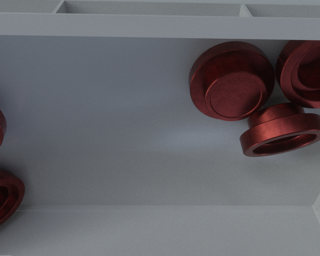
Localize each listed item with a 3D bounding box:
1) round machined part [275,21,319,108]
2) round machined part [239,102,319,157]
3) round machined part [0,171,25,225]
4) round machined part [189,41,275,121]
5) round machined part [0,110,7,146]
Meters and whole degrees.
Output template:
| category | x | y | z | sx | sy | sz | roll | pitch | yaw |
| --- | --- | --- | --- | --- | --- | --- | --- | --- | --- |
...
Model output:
| category | x | y | z | sx | sy | sz | roll | pitch | yaw |
| --- | --- | --- | --- | --- | --- | --- | --- | --- | --- |
| round machined part | 0.176 | -0.072 | 0.339 | 0.099 | 0.042 | 0.097 | -1 | 130 | 0 |
| round machined part | 0.147 | 0.001 | 0.383 | 0.099 | 0.042 | 0.098 | -9 | 160 | -3 |
| round machined part | -0.257 | 0.105 | 0.459 | 0.042 | 0.099 | 0.097 | 30 | 133 | 21 |
| round machined part | 0.084 | -0.046 | 0.360 | 0.099 | 0.042 | 0.097 | -1 | 130 | 0 |
| round machined part | -0.242 | -0.009 | 0.381 | 0.099 | 0.042 | 0.097 | -6 | 131 | -6 |
